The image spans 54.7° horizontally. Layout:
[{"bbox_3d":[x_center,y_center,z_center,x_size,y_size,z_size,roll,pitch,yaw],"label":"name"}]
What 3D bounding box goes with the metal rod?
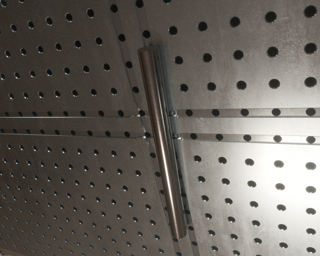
[{"bbox_3d":[0.009,0.038,0.428,0.025,0.025,0.298,4,121,25],"label":"metal rod"}]
